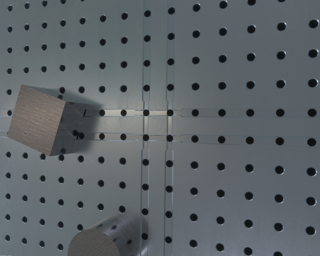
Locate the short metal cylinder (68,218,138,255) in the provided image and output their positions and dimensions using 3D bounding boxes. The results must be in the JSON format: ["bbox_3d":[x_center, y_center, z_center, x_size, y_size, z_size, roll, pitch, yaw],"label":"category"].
[{"bbox_3d":[-0.078,0.171,0.427,0.080,0.050,0.079,0,90,20],"label":"short metal cylinder"}]

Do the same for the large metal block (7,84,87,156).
[{"bbox_3d":[-0.167,-0.012,0.458,0.080,0.050,0.080,20,97,18],"label":"large metal block"}]
